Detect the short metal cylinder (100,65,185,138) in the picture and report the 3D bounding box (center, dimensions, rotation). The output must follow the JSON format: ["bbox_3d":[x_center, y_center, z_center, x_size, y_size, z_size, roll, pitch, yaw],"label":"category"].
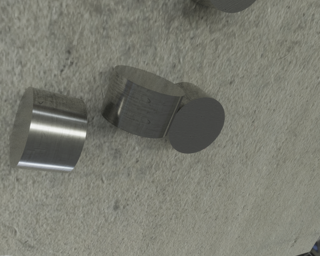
[{"bbox_3d":[-0.019,-0.030,0.343,0.081,0.080,0.050,9,114,-33],"label":"short metal cylinder"}]

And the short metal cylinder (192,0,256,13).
[{"bbox_3d":[0.068,-0.167,0.326,0.081,0.050,0.079,-14,125,-21],"label":"short metal cylinder"}]

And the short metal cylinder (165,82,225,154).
[{"bbox_3d":[0.036,-0.014,0.404,0.081,0.050,0.079,-14,125,-21],"label":"short metal cylinder"}]

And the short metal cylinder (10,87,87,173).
[{"bbox_3d":[-0.114,0.003,0.312,0.050,0.080,0.079,13,112,-34],"label":"short metal cylinder"}]
